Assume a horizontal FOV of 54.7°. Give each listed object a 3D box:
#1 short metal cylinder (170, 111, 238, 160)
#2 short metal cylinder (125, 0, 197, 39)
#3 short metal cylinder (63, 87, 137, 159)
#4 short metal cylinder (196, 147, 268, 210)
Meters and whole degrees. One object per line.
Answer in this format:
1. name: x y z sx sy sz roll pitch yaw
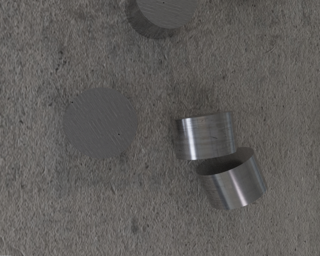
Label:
1. short metal cylinder: 0.057 0.008 0.401 0.081 0.080 0.050 -10 94 -20
2. short metal cylinder: 0.000 -0.160 0.395 0.081 0.050 0.080 0 90 -20
3. short metal cylinder: -0.073 -0.006 0.369 0.081 0.050 0.080 0 90 -20
4. short metal cylinder: 0.095 0.066 0.415 0.081 0.080 0.050 -26 99 -18
